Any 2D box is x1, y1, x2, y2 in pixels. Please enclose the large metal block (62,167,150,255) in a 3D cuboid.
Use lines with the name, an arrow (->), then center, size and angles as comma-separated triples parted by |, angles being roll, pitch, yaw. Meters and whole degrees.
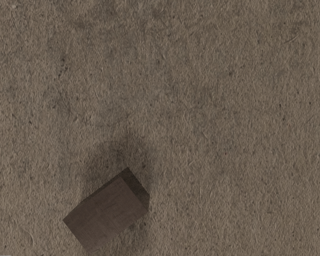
large metal block -> -0.061, 0.097, 0.382 | 0.080, 0.080, 0.050 | -37, 90, 0
